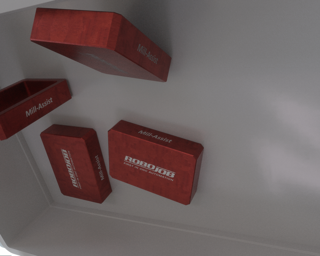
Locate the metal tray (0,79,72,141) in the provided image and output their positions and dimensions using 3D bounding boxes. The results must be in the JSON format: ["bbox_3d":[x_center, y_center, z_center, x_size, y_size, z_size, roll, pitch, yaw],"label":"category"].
[{"bbox_3d":[-0.199,-0.031,0.426,0.090,0.131,0.030,5,120,26],"label":"metal tray"}]

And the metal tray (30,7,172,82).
[{"bbox_3d":[-0.052,-0.081,0.322,0.090,0.130,0.030,12,90,22],"label":"metal tray"}]

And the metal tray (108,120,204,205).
[{"bbox_3d":[-0.009,0.048,0.440,0.130,0.030,0.089,17,125,18],"label":"metal tray"}]

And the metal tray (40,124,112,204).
[{"bbox_3d":[-0.138,0.060,0.515,0.090,0.030,0.129,5,121,25],"label":"metal tray"}]
